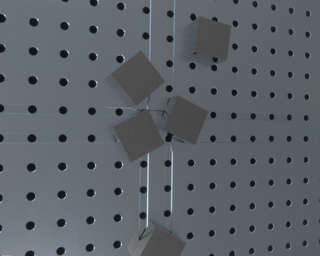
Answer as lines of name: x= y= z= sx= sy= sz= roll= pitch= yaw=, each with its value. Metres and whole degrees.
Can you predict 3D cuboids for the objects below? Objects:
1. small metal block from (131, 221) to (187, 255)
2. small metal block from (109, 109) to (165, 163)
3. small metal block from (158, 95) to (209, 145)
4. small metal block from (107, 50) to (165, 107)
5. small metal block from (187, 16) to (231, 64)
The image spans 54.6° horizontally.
small metal block: x=-0.002 y=0.161 z=0.412 sx=0.050 sy=0.025 sz=0.050 roll=34 pitch=79 yaw=-17
small metal block: x=-0.030 y=0.010 z=0.401 sx=0.050 sy=0.025 sz=0.050 roll=-28 pitch=99 yaw=-18
small metal block: x=0.031 y=-0.010 z=0.424 sx=0.050 sy=0.025 sz=0.050 roll=25 pitch=82 yaw=-18
small metal block: x=-0.031 y=-0.063 z=0.401 sx=0.050 sy=0.025 sz=0.050 roll=-42 pitch=103 yaw=-15
small metal block: x=0.069 y=-0.123 z=0.438 sx=0.050 sy=0.025 sz=0.050 roll=9 pitch=87 yaw=-20
